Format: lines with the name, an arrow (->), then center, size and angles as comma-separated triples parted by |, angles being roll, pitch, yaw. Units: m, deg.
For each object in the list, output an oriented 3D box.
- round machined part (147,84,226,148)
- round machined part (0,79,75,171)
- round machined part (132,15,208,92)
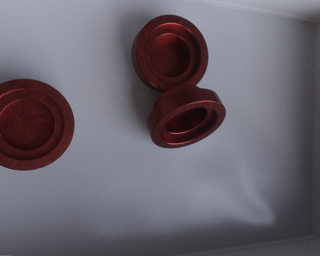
round machined part -> 0.030, -0.018, 0.394 | 0.099, 0.097, 0.042 | -8, 57, -20
round machined part -> -0.149, -0.003, 0.347 | 0.099, 0.042, 0.097 | 0, 90, -21
round machined part -> 0.010, -0.093, 0.406 | 0.099, 0.042, 0.097 | 0, 90, -21
